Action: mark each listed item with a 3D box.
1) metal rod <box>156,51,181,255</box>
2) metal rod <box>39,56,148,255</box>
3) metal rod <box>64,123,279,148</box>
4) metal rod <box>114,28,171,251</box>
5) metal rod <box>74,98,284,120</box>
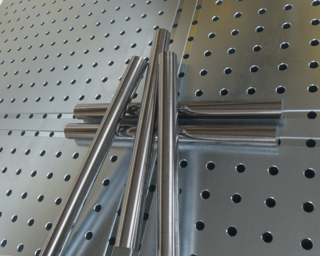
[{"bbox_3d":[0.009,0.043,0.352,0.025,0.025,0.299,-10,64,22],"label":"metal rod"},{"bbox_3d":[-0.085,0.041,0.402,0.025,0.025,0.299,15,76,34],"label":"metal rod"},{"bbox_3d":[-0.005,0.007,0.406,0.300,0.025,0.025,1,62,28],"label":"metal rod"},{"bbox_3d":[-0.015,-0.007,0.388,0.025,0.025,0.299,-6,59,25],"label":"metal rod"},{"bbox_3d":[0.005,-0.023,0.419,0.300,0.025,0.025,1,62,28],"label":"metal rod"}]
